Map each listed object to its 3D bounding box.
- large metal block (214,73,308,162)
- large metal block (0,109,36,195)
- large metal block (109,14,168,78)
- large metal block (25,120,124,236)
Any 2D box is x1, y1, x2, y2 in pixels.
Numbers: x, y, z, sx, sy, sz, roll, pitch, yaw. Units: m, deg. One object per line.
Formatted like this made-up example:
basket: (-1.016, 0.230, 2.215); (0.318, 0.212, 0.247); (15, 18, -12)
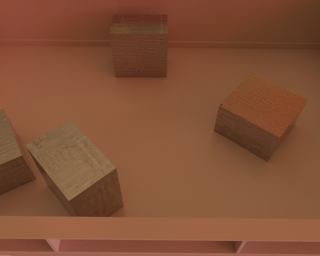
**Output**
large metal block: (0.130, -0.016, 0.404); (0.080, 0.050, 0.080); (32, 57, 24)
large metal block: (-0.202, 0.035, 0.357); (0.081, 0.050, 0.080); (-25, 55, -20)
large metal block: (-0.030, -0.124, 0.473); (0.081, 0.080, 0.050); (0, 50, -1)
large metal block: (-0.086, 0.052, 0.324); (0.050, 0.080, 0.080); (-35, 59, -26)
